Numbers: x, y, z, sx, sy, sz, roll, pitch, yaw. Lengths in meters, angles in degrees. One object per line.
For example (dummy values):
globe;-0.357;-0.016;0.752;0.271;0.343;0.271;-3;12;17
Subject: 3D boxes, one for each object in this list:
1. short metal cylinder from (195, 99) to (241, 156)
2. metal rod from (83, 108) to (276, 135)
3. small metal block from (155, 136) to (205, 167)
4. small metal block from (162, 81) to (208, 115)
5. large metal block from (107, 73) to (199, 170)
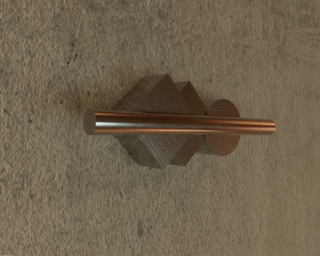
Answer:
short metal cylinder;0.073;-0.001;0.450;0.081;0.050;0.080;0;90;-40
metal rod;0.051;-0.003;0.381;0.302;0.025;0.025;1;90;-40
small metal block;0.023;0.022;0.410;0.050;0.050;0.025;-50;120;-28
small metal block;0.027;-0.033;0.413;0.025;0.050;0.050;-50;120;-28
large metal block;-0.009;-0.008;0.380;0.080;0.050;0.080;-50;119;-28
